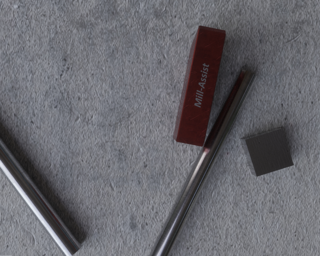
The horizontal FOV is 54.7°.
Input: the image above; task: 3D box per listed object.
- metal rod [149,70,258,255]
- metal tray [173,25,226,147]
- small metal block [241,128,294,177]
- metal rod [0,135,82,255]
[{"bbox_3d":[0.051,0.063,0.410,0.025,0.025,0.299,26,90,0],"label":"metal rod"},{"bbox_3d":[0.045,-0.046,0.377,0.030,0.090,0.129,11,90,0],"label":"metal tray"},{"bbox_3d":[0.141,0.032,0.411,0.050,0.025,0.050,-17,90,0],"label":"small metal block"},{"bbox_3d":[-0.202,0.043,0.408,0.025,0.025,0.299,-37,90,0],"label":"metal rod"}]
